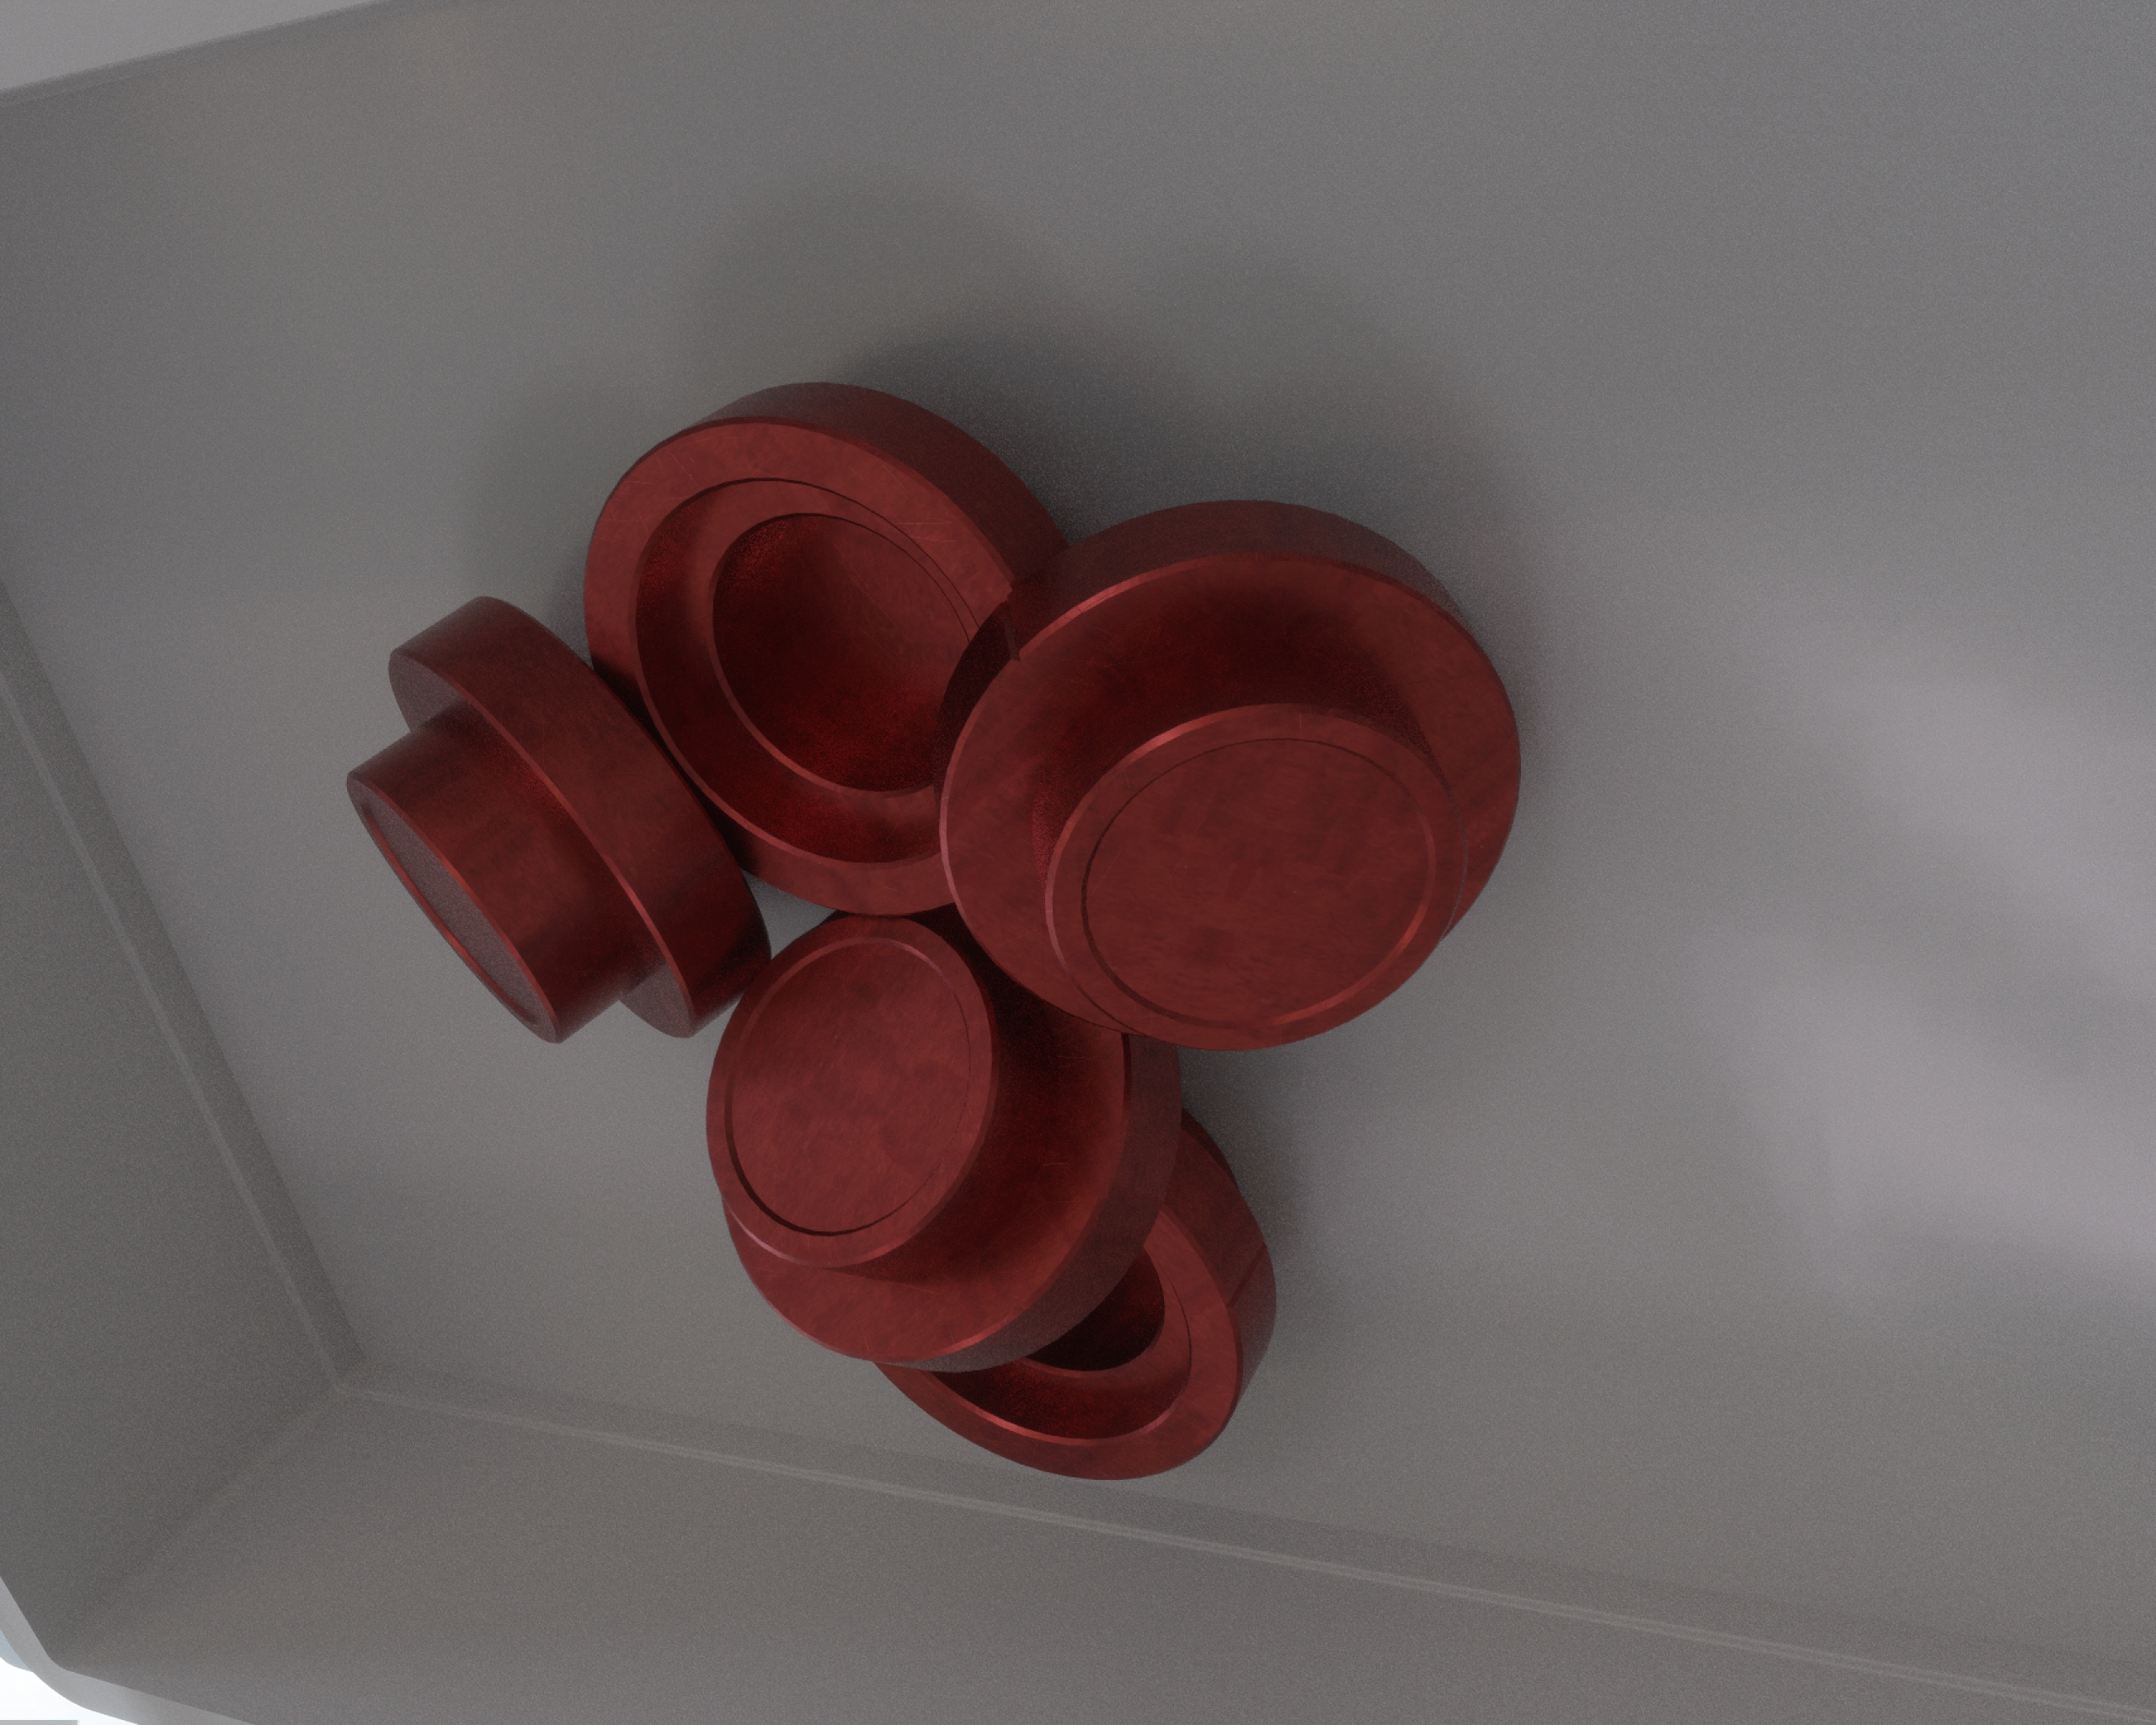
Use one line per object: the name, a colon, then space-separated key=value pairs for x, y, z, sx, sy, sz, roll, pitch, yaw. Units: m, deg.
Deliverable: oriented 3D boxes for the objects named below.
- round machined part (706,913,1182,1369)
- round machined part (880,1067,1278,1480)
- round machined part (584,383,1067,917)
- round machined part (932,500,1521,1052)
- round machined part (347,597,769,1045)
round machined part: x=-0.033 y=0.047 z=0.405 sx=0.098 sy=0.098 sz=0.042 roll=-6 pitch=159 yaw=31
round machined part: x=-0.003 y=0.081 z=0.447 sx=0.098 sy=0.042 sz=0.097 roll=13 pitch=124 yaw=21
round machined part: x=-0.039 y=-0.042 z=0.389 sx=0.098 sy=0.042 sz=0.097 roll=13 pitch=124 yaw=21
round machined part: x=0.026 y=-0.007 z=0.348 sx=0.099 sy=0.042 sz=0.097 roll=-4 pitch=125 yaw=-6
round machined part: x=-0.110 y=-0.002 z=0.424 sx=0.098 sy=0.042 sz=0.098 roll=41 pitch=156 yaw=23
